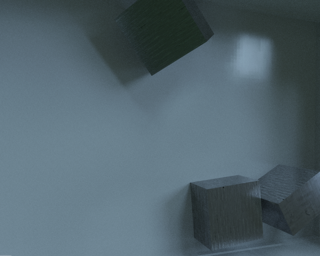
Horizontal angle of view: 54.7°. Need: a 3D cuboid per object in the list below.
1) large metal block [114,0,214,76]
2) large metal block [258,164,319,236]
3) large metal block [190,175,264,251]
[{"bbox_3d":[0.007,-0.123,0.377,0.080,0.080,0.050,56,30,-12],"label":"large metal block"},{"bbox_3d":[0.182,0.099,0.448,0.080,0.080,0.050,-30,100,-17],"label":"large metal block"},{"bbox_3d":[0.092,0.114,0.431,0.081,0.050,0.079,-5,92,-20],"label":"large metal block"}]
